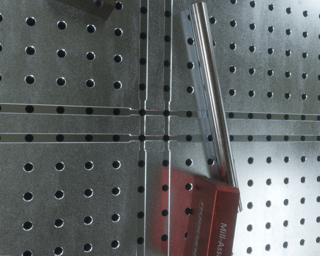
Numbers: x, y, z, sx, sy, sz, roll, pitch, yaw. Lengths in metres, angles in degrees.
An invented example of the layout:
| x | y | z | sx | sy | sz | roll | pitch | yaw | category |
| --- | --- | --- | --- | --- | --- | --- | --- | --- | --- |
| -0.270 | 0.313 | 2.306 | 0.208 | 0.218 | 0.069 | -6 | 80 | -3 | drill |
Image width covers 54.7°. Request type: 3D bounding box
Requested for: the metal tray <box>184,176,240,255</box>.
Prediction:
| x | y | z | sx | sy | sz | roll | pitch | yaw | category |
| --- | --- | --- | --- | --- | --- | --- | --- | --- | --- |
| 0.063 | 0.134 | 0.400 | 0.030 | 0.090 | 0.129 | 9 | 87 | -9 | metal tray |

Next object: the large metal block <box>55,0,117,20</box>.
| x | y | z | sx | sy | sz | roll | pitch | yaw | category |
| --- | --- | --- | --- | --- | --- | --- | --- | --- | --- |
| -0.087 | -0.188 | 0.367 | 0.081 | 0.050 | 0.080 | 16 | 85 | -20 | large metal block |

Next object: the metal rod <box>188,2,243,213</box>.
| x | y | z | sx | sy | sz | roll | pitch | yaw | category |
| --- | --- | --- | --- | --- | --- | --- | --- | --- | --- |
| 0.080 | -0.025 | 0.443 | 0.025 | 0.025 | 0.298 | -13 | 94 | -20 | metal rod |
